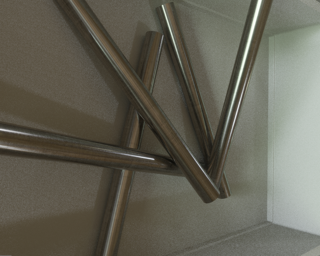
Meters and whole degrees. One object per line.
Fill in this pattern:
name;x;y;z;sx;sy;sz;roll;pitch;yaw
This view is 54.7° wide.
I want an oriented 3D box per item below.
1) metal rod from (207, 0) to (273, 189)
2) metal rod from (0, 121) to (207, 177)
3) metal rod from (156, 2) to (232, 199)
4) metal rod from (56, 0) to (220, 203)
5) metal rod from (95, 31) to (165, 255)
metal rod;0.102;-0.048;0.412;0.025;0.025;0.298;-8;118;-40
metal rod;-0.032;0.034;0.341;0.302;0.025;0.025;17;79;-51
metal rod;0.054;-0.029;0.454;0.025;0.025;0.298;-32;110;-36
metal rod;-0.018;-0.029;0.361;0.025;0.025;0.299;-45;108;-31
metal rod;-0.036;0.024;0.377;0.025;0.025;0.299;20;78;-39
